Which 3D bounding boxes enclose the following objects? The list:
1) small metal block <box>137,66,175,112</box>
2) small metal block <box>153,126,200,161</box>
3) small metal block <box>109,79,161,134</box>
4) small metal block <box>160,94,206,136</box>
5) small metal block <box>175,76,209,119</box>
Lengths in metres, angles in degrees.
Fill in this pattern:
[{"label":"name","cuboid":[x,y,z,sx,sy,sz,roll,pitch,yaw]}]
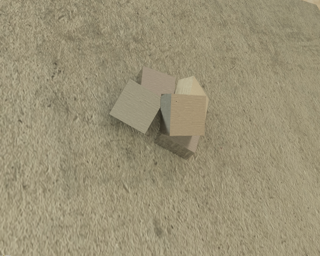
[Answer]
[{"label":"small metal block","cuboid":[-0.007,-0.053,0.436,0.050,0.025,0.050,16,55,-20]},{"label":"small metal block","cuboid":[0.025,0.008,0.416,0.050,0.025,0.050,29,52,-10]},{"label":"small metal block","cuboid":[-0.030,-0.027,0.392,0.050,0.025,0.050,30,88,-11]},{"label":"small metal block","cuboid":[0.029,-0.016,0.386,0.050,0.025,0.050,0,94,-29]},{"label":"small metal block","cuboid":[0.044,-0.037,0.439,0.050,0.025,0.050,50,42,-38]}]
